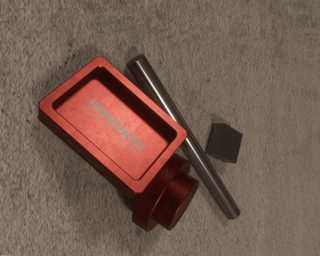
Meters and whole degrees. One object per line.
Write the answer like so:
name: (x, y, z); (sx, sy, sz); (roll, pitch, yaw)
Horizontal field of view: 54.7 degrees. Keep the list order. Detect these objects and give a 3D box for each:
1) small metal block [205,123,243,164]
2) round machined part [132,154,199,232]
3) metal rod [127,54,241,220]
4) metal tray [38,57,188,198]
small metal block: (0.102, 0.025, 0.494); (0.050, 0.025, 0.050); (27, 73, -37)
round machined part: (0.012, 0.083, 0.373); (0.098, 0.042, 0.098); (-51, 160, -26)
metal rod: (0.045, 0.028, 0.444); (0.025, 0.025, 0.299); (-49, 119, -29)
metal tray: (-0.047, -0.003, 0.325); (0.130, 0.030, 0.090); (42, 61, 0)
